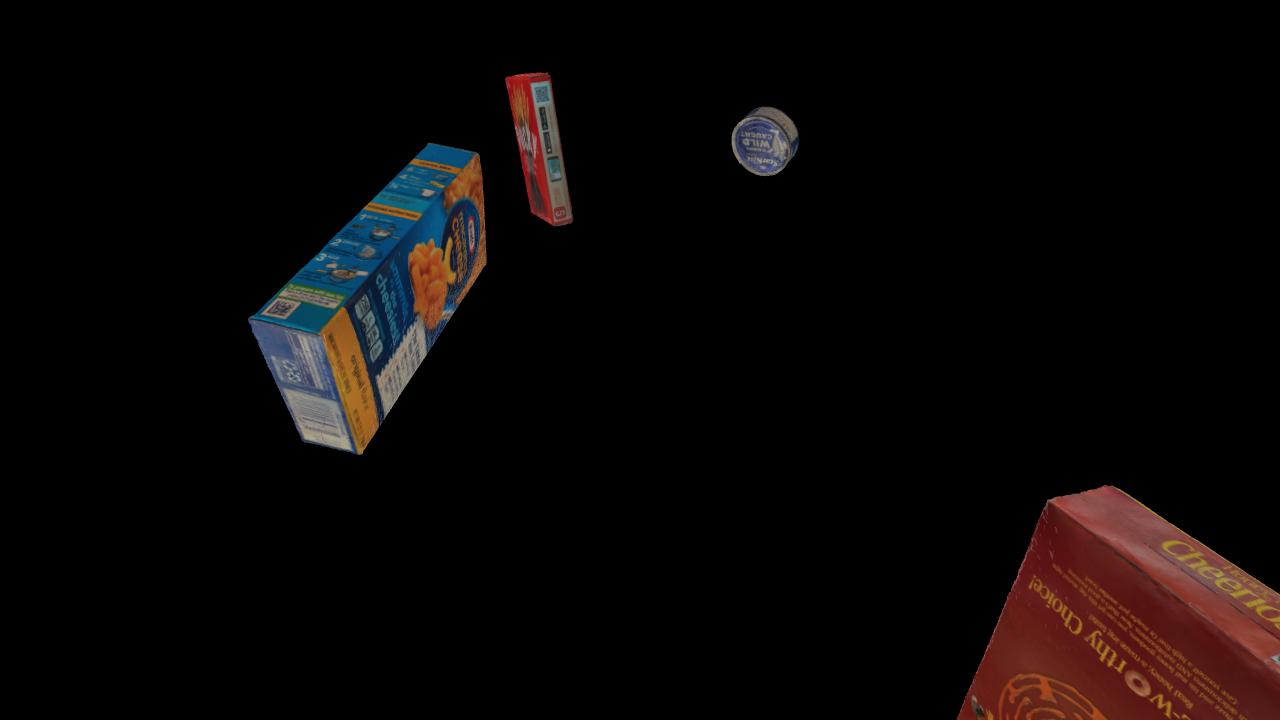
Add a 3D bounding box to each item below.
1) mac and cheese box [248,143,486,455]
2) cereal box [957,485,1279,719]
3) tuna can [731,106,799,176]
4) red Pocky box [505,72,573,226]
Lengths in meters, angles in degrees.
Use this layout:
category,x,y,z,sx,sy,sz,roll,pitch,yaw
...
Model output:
category,x,y,z,sx,sy,sz,roll,pitch,yaw
mac and cheese box,-0.143,-0.044,0.363,0.041,0.093,0.184,12,45,4
cereal box,0.368,0.279,0.464,0.081,0.306,0.203,-7,28,-15
tuna can,0.165,-0.288,0.812,0.084,0.084,0.034,0,42,47
red Pocky box,-0.112,-0.232,0.682,0.028,0.155,0.083,-18,29,-20
